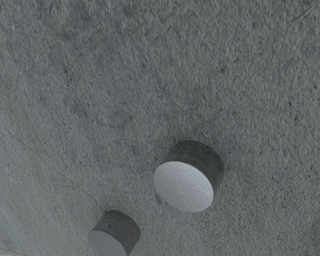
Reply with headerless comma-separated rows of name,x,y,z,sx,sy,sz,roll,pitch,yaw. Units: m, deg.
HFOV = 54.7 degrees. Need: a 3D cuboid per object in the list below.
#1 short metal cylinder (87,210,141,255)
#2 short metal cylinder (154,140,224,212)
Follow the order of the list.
short metal cylinder,-0.082,0.196,0.555,0.080,0.050,0.079,13,124,21
short metal cylinder,0.039,0.063,0.409,0.080,0.050,0.079,13,124,21
